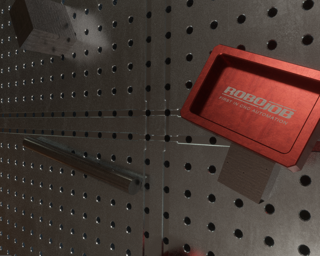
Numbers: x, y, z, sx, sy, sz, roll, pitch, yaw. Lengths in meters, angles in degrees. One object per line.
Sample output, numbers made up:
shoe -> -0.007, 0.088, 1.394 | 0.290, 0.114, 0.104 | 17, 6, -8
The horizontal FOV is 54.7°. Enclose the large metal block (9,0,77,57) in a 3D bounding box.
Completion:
large metal block -> -0.202, -0.178, 0.537 | 0.050, 0.081, 0.080 | -35, 69, 34

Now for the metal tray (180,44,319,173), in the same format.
metal tray -> 0.094, -0.025, 0.310 | 0.130, 0.030, 0.090 | 28, 90, 36

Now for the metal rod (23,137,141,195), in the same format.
metal rod -> -0.150, 0.056, 0.529 | 0.300, 0.025, 0.025 | 13, 98, 39

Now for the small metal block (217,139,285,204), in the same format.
small metal block -> 0.096, 0.044, 0.329 | 0.050, 0.025, 0.050 | 27, 107, 36
